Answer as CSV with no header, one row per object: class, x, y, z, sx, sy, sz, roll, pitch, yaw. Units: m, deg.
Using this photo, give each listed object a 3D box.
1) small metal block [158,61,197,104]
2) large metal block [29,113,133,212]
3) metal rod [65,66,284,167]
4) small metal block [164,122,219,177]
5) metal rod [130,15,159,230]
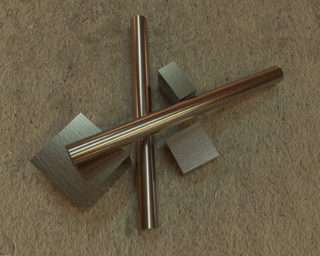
small metal block,0.022,-0.052,0.414,0.025,0.050,0.050,-32,73,-11
large metal block,-0.092,0.043,0.378,0.080,0.050,0.080,40,74,13
metal rod,0.034,-0.023,0.385,0.302,0.025,0.025,-22,71,-21
small metal block,0.040,0.028,0.398,0.050,0.025,0.050,-26,72,-10
metal rod,-0.023,-0.021,0.415,0.025,0.025,0.299,-3,70,-2
